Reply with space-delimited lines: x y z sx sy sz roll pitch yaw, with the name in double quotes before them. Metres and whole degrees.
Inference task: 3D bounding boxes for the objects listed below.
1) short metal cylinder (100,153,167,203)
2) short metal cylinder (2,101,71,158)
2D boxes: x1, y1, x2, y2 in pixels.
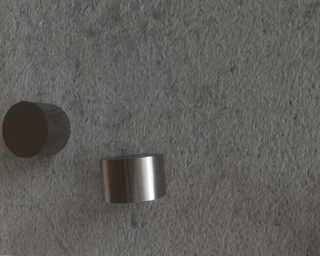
"short metal cylinder" -0.034 0.061 0.391 0.080 0.080 0.050 -5 88 19
"short metal cylinder" -0.182 0.002 0.458 0.080 0.050 0.079 0 90 19
